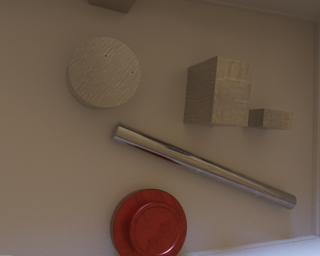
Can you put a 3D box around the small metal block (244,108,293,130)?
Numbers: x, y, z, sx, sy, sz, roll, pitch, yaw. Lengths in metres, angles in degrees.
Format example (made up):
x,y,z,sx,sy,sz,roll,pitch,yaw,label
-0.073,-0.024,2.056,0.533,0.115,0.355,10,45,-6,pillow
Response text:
x,y,z,sx,sy,sz,roll,pitch,yaw,label
0.157,-0.012,0.457,0.050,0.050,0.025,6,88,-20,small metal block

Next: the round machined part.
x,y,z,sx,sy,sz,roll,pitch,yaw,label
-0.010,0.127,0.391,0.099,0.042,0.097,4,79,-20,round machined part

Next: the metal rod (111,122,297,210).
x,y,z,sx,sy,sz,roll,pitch,yaw,label
0.074,0.060,0.439,0.302,0.025,0.025,23,82,-19,metal rod

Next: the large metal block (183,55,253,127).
x,y,z,sx,sy,sz,roll,pitch,yaw,label
0.074,-0.044,0.410,0.050,0.080,0.080,6,88,-20,large metal block

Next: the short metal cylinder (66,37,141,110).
x,y,z,sx,sy,sz,roll,pitch,yaw,label
-0.069,-0.063,0.372,0.081,0.050,0.079,0,90,-20,short metal cylinder

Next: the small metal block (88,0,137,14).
x,y,z,sx,sy,sz,roll,pitch,yaw,label
-0.057,-0.166,0.377,0.050,0.050,0.025,8,88,-20,small metal block
